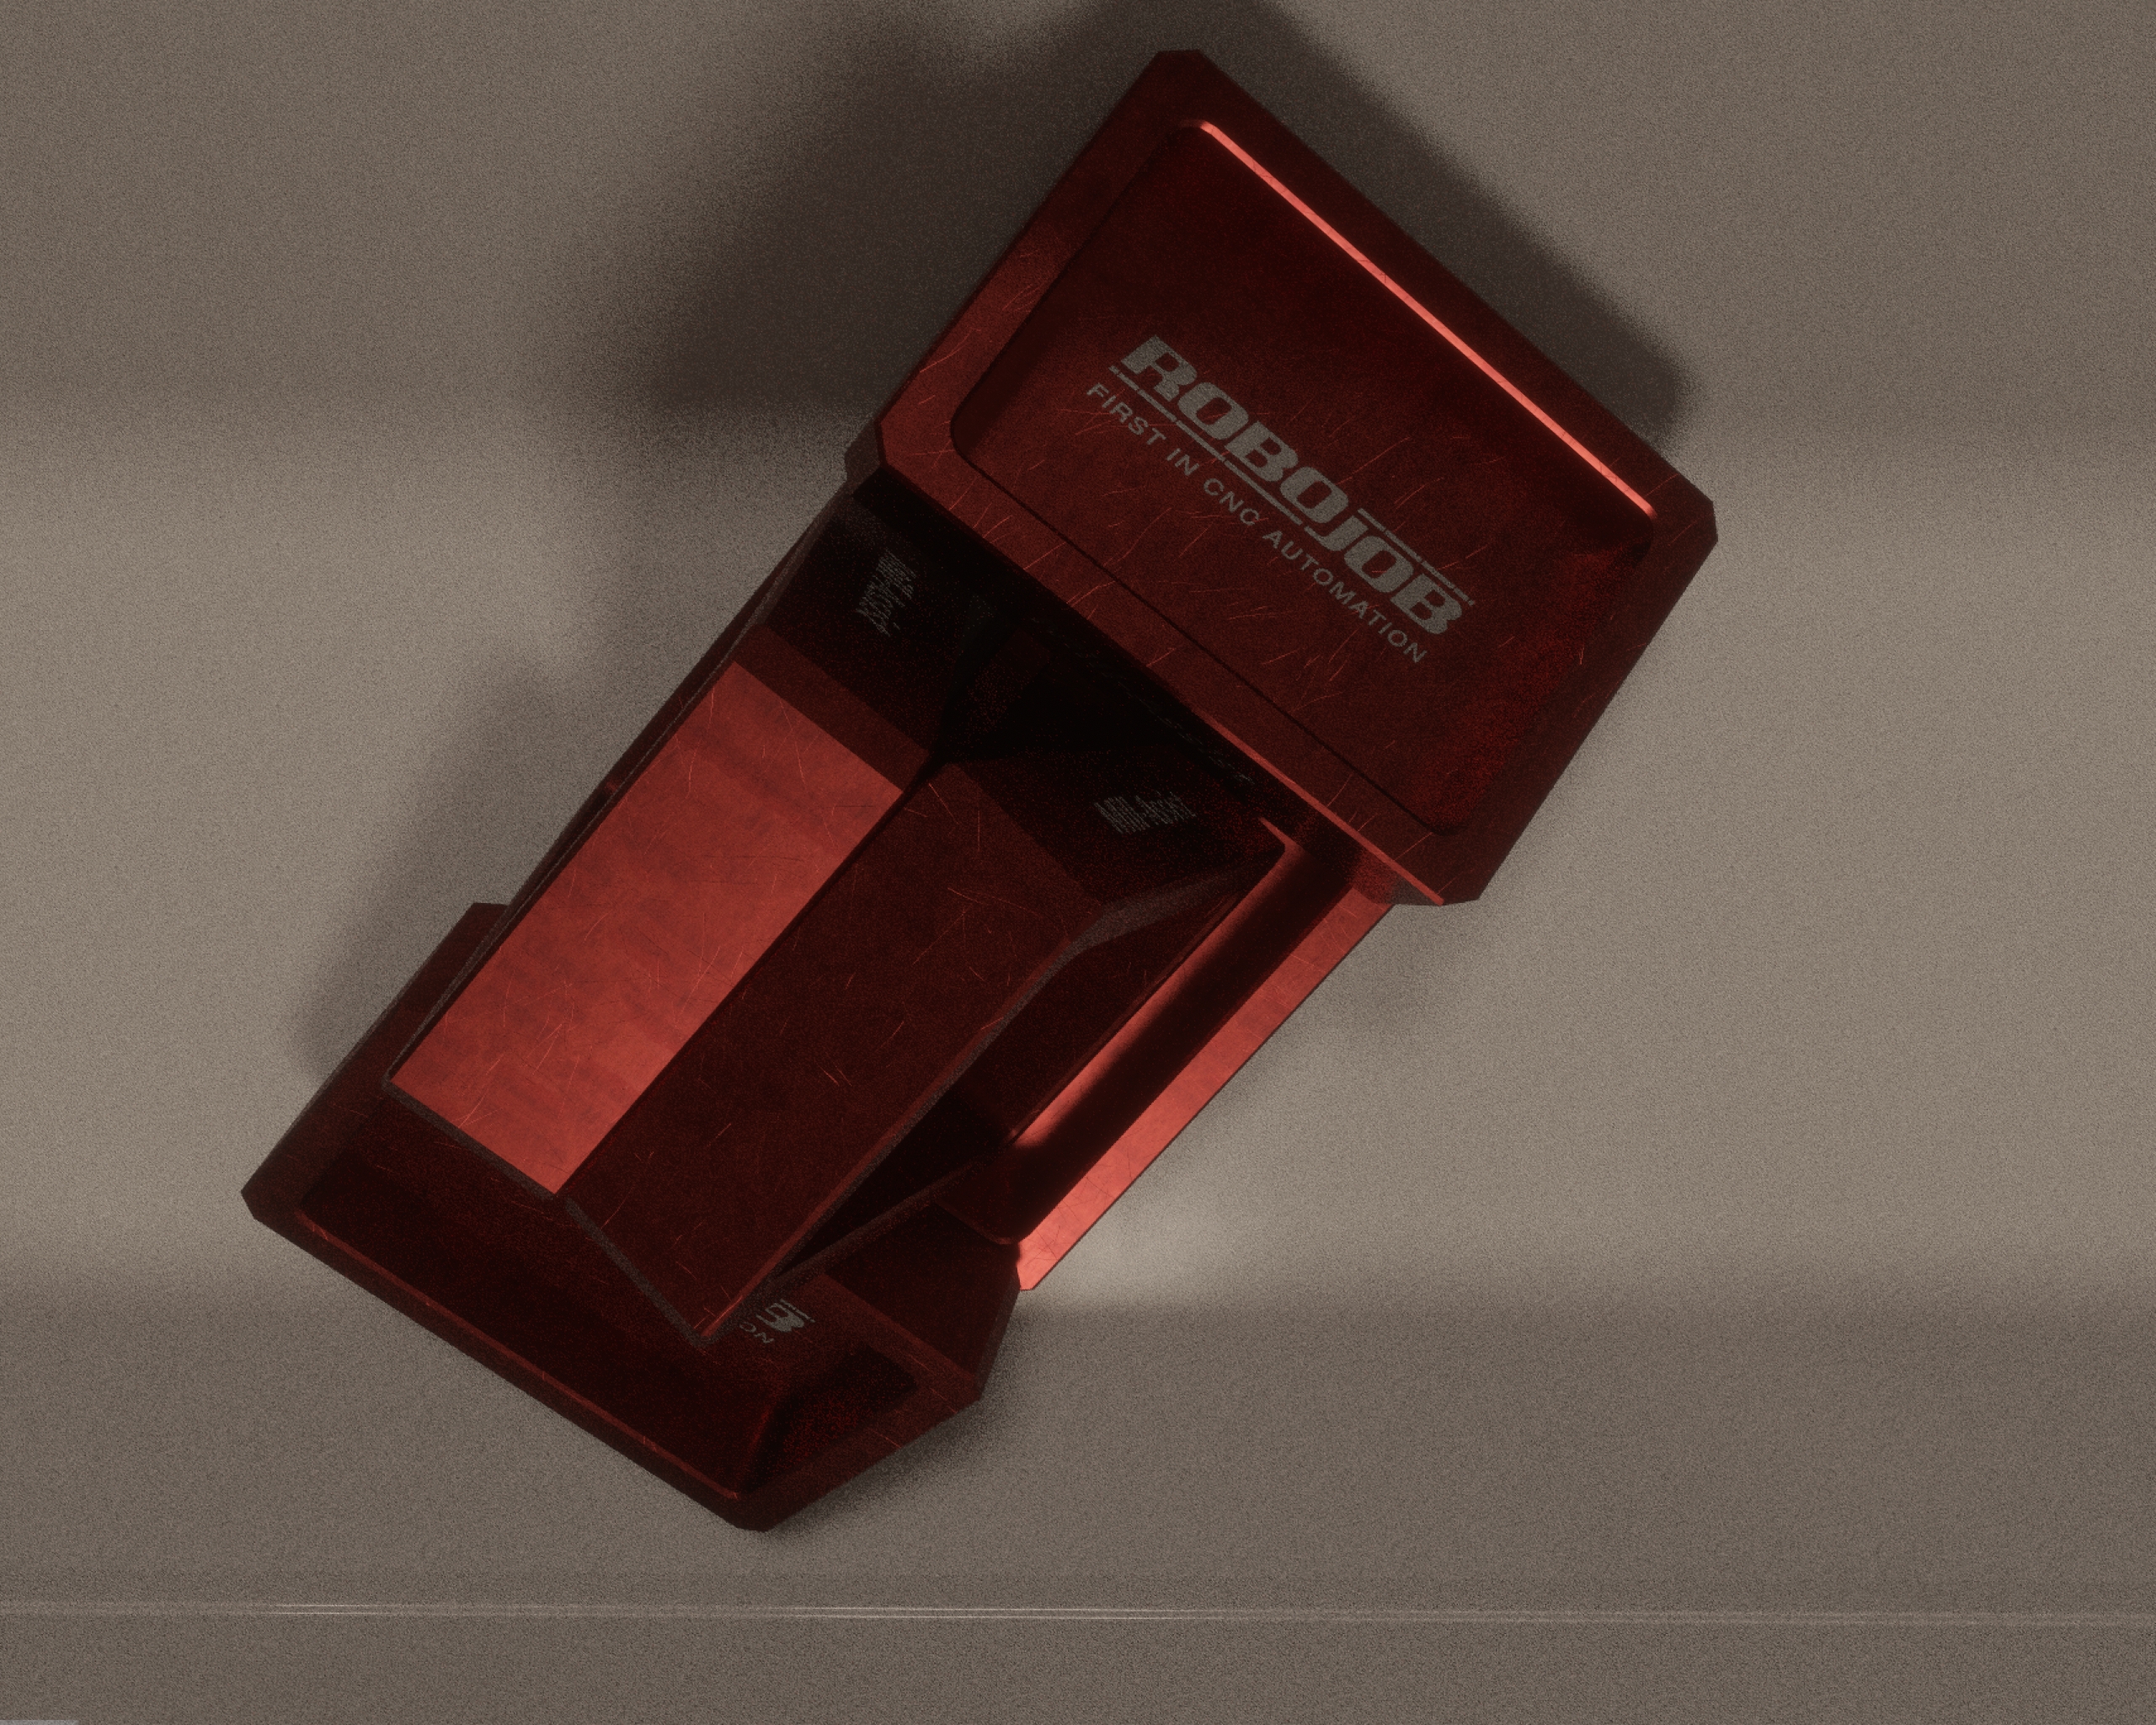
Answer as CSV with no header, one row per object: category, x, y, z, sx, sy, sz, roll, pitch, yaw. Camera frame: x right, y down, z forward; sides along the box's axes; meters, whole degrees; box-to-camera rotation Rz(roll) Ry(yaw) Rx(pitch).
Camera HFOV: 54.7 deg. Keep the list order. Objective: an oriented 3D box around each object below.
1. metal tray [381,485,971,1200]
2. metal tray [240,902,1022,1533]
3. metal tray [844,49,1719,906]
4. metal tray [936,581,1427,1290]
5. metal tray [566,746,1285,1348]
metal tray,-0.060,-0.012,0.347,0.030,0.130,0.090,39,106,-13
metal tray,-0.089,0.075,0.415,0.130,0.030,0.090,38,130,-14
metal tray,0.037,-0.064,0.365,0.130,0.030,0.090,37,80,-13
metal tray,-0.006,0.012,0.411,0.090,0.030,0.130,37,105,-13
metal tray,-0.018,0.024,0.349,0.030,0.130,0.090,45,105,9
